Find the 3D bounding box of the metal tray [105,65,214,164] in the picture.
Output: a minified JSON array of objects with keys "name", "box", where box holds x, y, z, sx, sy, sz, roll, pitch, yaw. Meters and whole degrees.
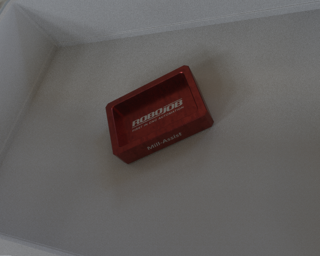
[{"name":"metal tray","box":[-0.005,-0.018,0.413,0.130,0.030,0.090,-25,53,12]}]
